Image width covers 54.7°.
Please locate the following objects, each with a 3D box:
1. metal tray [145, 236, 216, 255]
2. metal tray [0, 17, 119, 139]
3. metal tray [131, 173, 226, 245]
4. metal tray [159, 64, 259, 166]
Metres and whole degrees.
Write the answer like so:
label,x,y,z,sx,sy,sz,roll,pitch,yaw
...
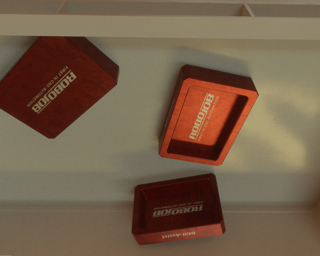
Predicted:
label,x,y,z,sx,sy,sz,roll,pitch,yaw
metal tray,0.044,0.246,0.618,0.131,0.030,0.090,-9,130,7
metal tray,-0.123,-0.051,0.361,0.130,0.030,0.090,-36,122,26
metal tray,0.026,0.121,0.469,0.131,0.090,0.030,-11,129,8
metal tray,0.056,-0.010,0.396,0.091,0.030,0.129,10,130,-9
